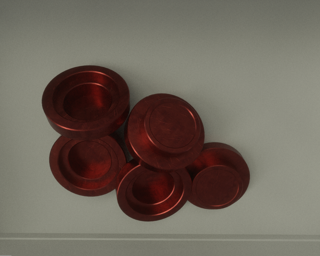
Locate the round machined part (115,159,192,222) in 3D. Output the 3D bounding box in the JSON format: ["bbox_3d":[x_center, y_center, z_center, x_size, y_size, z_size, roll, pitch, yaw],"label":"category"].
[{"bbox_3d":[-0.011,0.074,0.415,0.099,0.042,0.097,-6,117,-12],"label":"round machined part"}]

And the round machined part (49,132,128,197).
[{"bbox_3d":[-0.091,0.039,0.413,0.099,0.042,0.097,0,110,-1],"label":"round machined part"}]

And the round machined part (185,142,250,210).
[{"bbox_3d":[0.076,0.072,0.428,0.099,0.042,0.097,0,110,-1],"label":"round machined part"}]

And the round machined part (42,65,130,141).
[{"bbox_3d":[-0.085,-0.026,0.371,0.099,0.098,0.042,3,146,-2],"label":"round machined part"}]

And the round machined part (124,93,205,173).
[{"bbox_3d":[0.009,0.002,0.372,0.099,0.042,0.098,6,70,-16],"label":"round machined part"}]
